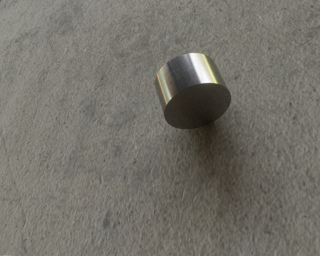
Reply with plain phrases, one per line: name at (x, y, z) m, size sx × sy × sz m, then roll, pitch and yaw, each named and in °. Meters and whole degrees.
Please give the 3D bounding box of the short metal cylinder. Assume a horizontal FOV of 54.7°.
short metal cylinder at (0.038, -0.043, 0.374) m, size 0.080 × 0.080 × 0.050 m, roll -25°, pitch 53°, yaw 12°
